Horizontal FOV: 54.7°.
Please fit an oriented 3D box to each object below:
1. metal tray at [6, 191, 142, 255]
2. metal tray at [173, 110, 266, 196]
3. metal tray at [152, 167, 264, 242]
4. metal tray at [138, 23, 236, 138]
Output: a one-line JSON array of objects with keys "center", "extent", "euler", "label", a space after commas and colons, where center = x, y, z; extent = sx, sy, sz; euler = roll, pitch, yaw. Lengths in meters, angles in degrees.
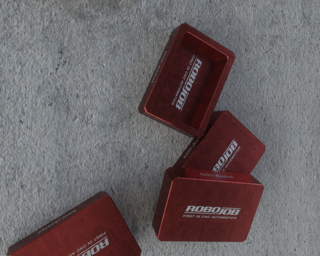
[{"center": [-0.099, 0.148, 0.370], "extent": [0.131, 0.030, 0.090], "euler": [-30, 100, -18], "label": "metal tray"}, {"center": [0.079, 0.051, 0.436], "extent": [0.090, 0.030, 0.130], "euler": [41, 77, -16], "label": "metal tray"}, {"center": [0.063, 0.103, 0.409], "extent": [0.131, 0.030, 0.089], "euler": [8, 106, -19], "label": "metal tray"}, {"center": [0.038, -0.062, 0.419], "extent": [0.090, 0.030, 0.130], "euler": [26, 81, -18], "label": "metal tray"}]
